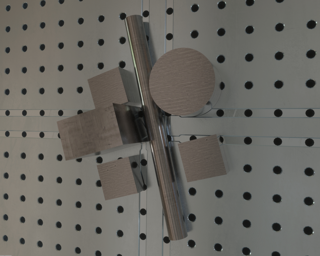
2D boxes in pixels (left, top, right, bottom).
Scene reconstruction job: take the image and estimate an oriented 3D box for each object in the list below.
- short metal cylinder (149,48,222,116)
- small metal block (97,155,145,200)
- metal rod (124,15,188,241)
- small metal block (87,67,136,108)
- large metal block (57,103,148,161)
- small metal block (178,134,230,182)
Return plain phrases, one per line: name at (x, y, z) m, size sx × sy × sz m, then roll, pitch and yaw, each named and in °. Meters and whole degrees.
short metal cylinder at (0.033, -0.054, 0.387) m, size 0.080 × 0.050 × 0.079 m, roll 0°, pitch 90°, yaw 19°
small metal block at (-0.054, 0.069, 0.431) m, size 0.050 × 0.025 × 0.050 m, roll -16°, pitch 85°, yaw 19°
metal rod at (-0.006, -0.004, 0.413) m, size 0.025 × 0.025 × 0.298 m, roll -13°, pitch 86°, yaw 19°
small metal block at (-0.068, -0.052, 0.435) m, size 0.050 × 0.025 × 0.050 m, roll -18°, pitch 84°, yaw 18°
large metal block at (-0.072, 0.005, 0.406) m, size 0.080 × 0.080 × 0.050 m, roll -16°, pitch 85°, yaw 19°
small metal block at (0.055, 0.038, 0.392) m, size 0.050 × 0.025 × 0.050 m, roll -15°, pitch 85°, yaw 19°
